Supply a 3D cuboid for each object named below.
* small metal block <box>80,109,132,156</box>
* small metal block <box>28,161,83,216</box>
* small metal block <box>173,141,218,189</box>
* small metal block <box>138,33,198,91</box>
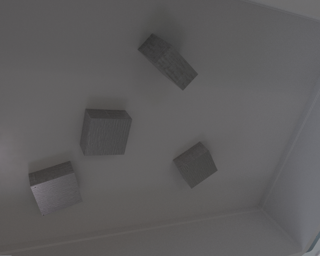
[{"bbox_3d":[-0.066,0.005,0.376,0.050,0.025,0.050,1,118,-29],"label":"small metal block"},{"bbox_3d":[-0.129,0.075,0.385,0.050,0.025,0.050,-17,125,-19],"label":"small metal block"},{"bbox_3d":[0.055,0.057,0.474,0.050,0.025,0.050,-34,129,-6],"label":"small metal block"},{"bbox_3d":[0.009,-0.075,0.351,0.025,0.050,0.050,-47,129,5],"label":"small metal block"}]
